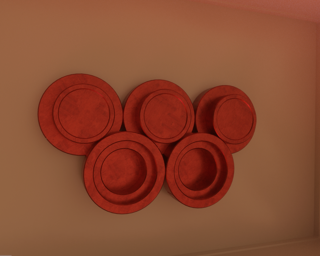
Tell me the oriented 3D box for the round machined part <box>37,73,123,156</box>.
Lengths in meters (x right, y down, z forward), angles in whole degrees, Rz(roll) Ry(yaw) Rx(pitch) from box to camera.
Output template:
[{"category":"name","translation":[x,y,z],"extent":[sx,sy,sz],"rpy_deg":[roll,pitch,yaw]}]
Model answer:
[{"category":"round machined part","translation":[-0.091,-0.016,0.365],"extent":[0.099,0.042,0.097],"rpy_deg":[0,89,-21]}]

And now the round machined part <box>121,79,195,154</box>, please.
[{"category":"round machined part","translation":[0.001,-0.014,0.399],"extent":[0.099,0.042,0.097],"rpy_deg":[0,89,-20]}]

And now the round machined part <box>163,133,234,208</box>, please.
[{"category":"round machined part","translation":[0.046,0.054,0.417],"extent":[0.099,0.042,0.097],"rpy_deg":[0,90,-20]}]

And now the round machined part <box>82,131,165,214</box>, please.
[{"category":"round machined part","translation":[-0.046,0.052,0.382],"extent":[0.099,0.042,0.097],"rpy_deg":[0,90,-20]}]

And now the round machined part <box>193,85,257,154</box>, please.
[{"category":"round machined part","translation":[0.094,-0.012,0.433],"extent":[0.099,0.042,0.097],"rpy_deg":[0,89,-20]}]
